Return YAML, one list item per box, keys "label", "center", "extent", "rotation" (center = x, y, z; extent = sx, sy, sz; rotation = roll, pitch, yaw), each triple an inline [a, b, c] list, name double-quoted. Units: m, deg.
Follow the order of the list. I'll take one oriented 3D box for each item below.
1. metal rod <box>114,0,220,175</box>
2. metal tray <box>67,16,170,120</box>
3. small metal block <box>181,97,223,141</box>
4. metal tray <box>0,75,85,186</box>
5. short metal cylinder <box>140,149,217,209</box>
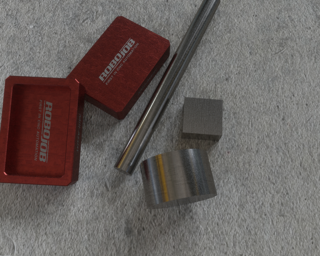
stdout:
- label: "metal rod"
  center: [0.018, -0.073, 0.434]
  extent: [0.025, 0.025, 0.300]
  rotation: [24, 71, 8]
- label: "metal tray"
  center: [-0.056, -0.087, 0.437]
  extent: [0.090, 0.030, 0.130]
  rotation: [30, 72, 10]
- label: "small metal block"
  center: [0.056, -0.012, 0.413]
  extent: [0.050, 0.025, 0.050]
  rotation: [5, 70, 1]
- label: "metal tray"
  center: [-0.146, 0.004, 0.384]
  extent: [0.091, 0.030, 0.129]
  rotation: [3, 85, 1]
- label: "short metal cylinder"
  center: [0.021, 0.060, 0.357]
  extent: [0.081, 0.080, 0.050]
  rotation: [-10, 71, -4]
